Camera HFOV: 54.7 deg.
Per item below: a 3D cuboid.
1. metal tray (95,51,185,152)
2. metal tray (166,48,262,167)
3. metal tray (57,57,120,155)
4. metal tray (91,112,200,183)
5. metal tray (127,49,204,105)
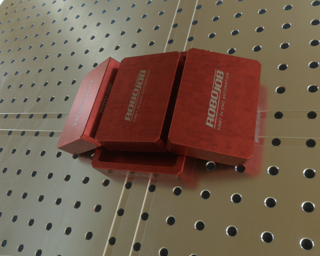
[{"bbox_3d":[-0.021,-0.035,0.397,0.090,0.030,0.130,0,61,27],"label":"metal tray"},{"bbox_3d":[0.065,-0.027,0.362,0.090,0.030,0.130,12,65,3],"label":"metal tray"},{"bbox_3d":[-0.099,-0.031,0.451,0.090,0.030,0.130,-19,50,49],"label":"metal tray"},{"bbox_3d":[-0.018,0.019,0.402,0.130,0.030,0.090,1,62,28],"label":"metal tray"},{"bbox_3d":[0.002,-0.061,0.440,0.130,0.030,0.090,1,62,28],"label":"metal tray"}]
